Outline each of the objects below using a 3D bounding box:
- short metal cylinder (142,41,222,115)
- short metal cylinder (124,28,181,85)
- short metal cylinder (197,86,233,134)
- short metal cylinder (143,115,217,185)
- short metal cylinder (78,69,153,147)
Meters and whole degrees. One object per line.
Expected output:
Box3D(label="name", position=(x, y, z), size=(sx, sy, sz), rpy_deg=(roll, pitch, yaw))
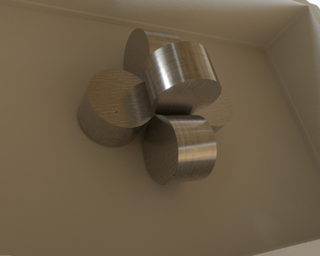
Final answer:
Box3D(label="short metal cylinder", position=(0.024, -0.053, 0.357), size=(0.081, 0.080, 0.050), rpy_deg=(-1, 62, -29))
Box3D(label="short metal cylinder", position=(-0.010, -0.090, 0.417), size=(0.050, 0.080, 0.080), rpy_deg=(-2, 63, -30))
Box3D(label="short metal cylinder", position=(0.054, -0.026, 0.431), size=(0.081, 0.050, 0.080), rpy_deg=(14, 56, -21))
Box3D(label="short metal cylinder", position=(0.021, 0.024, 0.364), size=(0.050, 0.080, 0.080), rpy_deg=(-2, 63, -30))
Box3D(label="short metal cylinder", position=(-0.053, -0.024, 0.373), size=(0.081, 0.050, 0.080), rpy_deg=(14, 56, -21))
